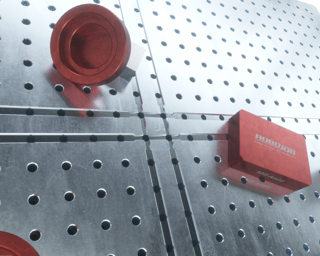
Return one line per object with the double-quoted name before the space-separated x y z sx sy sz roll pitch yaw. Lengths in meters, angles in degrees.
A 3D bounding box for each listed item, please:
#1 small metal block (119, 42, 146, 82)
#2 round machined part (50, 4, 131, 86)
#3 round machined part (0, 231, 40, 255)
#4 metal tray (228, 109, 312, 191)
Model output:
"small metal block" -0.054 -0.101 0.442 0.050 0.025 0.050 27 52 -12
"round machined part" -0.083 -0.101 0.392 0.098 0.098 0.042 49 10 6
"round machined part" -0.141 0.134 0.240 0.099 0.042 0.098 14 56 -21
"metal tray" 0.168 0.035 0.477 0.131 0.030 0.090 21 54 -16
